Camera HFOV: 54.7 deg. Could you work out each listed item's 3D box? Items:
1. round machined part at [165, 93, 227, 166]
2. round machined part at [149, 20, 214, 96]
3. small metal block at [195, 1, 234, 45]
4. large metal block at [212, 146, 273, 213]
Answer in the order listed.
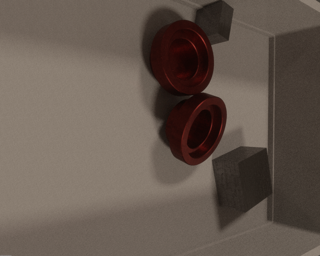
[{"bbox_3d":[0.045,-0.002,0.422,0.099,0.042,0.097,-27,129,-39],"label":"round machined part"},{"bbox_3d":[0.025,-0.091,0.419,0.099,0.042,0.097,0,90,-40],"label":"round machined part"},{"bbox_3d":[0.077,-0.152,0.457,0.025,0.050,0.050,18,79,-39],"label":"small metal block"},{"bbox_3d":[0.136,0.080,0.508,0.081,0.050,0.079,-18,102,-39],"label":"large metal block"}]
